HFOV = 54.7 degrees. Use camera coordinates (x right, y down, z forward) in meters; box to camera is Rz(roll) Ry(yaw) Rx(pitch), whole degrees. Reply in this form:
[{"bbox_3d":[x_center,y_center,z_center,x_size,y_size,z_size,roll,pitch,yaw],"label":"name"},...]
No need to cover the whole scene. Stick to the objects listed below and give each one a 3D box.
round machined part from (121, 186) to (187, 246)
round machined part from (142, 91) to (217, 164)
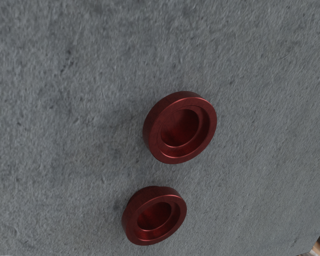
[{"bbox_3d":[-0.012,0.127,0.470,0.099,0.042,0.097,-14,125,-21],"label":"round machined part"},{"bbox_3d":[0.022,-0.004,0.407,0.099,0.042,0.097,-14,125,-21],"label":"round machined part"}]
